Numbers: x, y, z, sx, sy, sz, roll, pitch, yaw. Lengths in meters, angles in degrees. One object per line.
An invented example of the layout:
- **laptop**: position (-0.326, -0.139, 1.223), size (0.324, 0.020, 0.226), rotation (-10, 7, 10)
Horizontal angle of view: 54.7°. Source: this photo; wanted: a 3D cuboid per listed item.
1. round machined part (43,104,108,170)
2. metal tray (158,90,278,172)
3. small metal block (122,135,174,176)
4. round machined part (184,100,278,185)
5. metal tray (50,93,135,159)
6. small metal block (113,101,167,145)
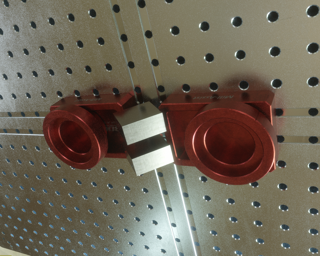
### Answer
- **round machined part**: position (-0.117, 0.009, 0.451), size (0.098, 0.042, 0.097), rotation (13, 124, 21)
- **metal tray**: position (0.070, 0.004, 0.374), size (0.130, 0.030, 0.089), rotation (1, 119, 27)
- **small metal block**: position (-0.017, 0.032, 0.404), size (0.050, 0.050, 0.025), rotation (-135, 28, -61)
- **round machined part**: position (0.081, 0.013, 0.349), size (0.098, 0.042, 0.097), rotation (13, 124, 21)
- **metal tray**: position (-0.090, -0.001, 0.456), size (0.130, 0.030, 0.089), rotation (-1, 120, 28)
- **small metal block**: position (-0.026, -0.008, 0.386), size (0.050, 0.050, 0.025), rotation (-135, 28, -61)
